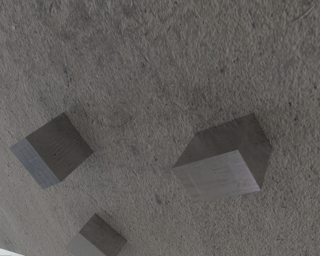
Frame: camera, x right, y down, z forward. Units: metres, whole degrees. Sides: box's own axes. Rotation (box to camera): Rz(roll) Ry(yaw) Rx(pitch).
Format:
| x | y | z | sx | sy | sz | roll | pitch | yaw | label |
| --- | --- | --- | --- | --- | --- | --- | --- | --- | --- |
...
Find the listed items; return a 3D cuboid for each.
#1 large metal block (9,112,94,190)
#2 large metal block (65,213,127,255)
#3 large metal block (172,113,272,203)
| x | y | z | sx | sy | sz | roll | pitch | yaw | label |
| --- | --- | --- | --- | --- | --- | --- | --- | --- | --- |
| -0.165 | 0.034 | 0.480 | 0.050 | 0.080 | 0.080 | -24 | 105 | 37 | large metal block |
| -0.123 | 0.223 | 0.594 | 0.080 | 0.050 | 0.080 | 41 | 129 | 0 | large metal block |
| 0.073 | 0.034 | 0.353 | 0.080 | 0.080 | 0.050 | -22 | 107 | 36 | large metal block |
